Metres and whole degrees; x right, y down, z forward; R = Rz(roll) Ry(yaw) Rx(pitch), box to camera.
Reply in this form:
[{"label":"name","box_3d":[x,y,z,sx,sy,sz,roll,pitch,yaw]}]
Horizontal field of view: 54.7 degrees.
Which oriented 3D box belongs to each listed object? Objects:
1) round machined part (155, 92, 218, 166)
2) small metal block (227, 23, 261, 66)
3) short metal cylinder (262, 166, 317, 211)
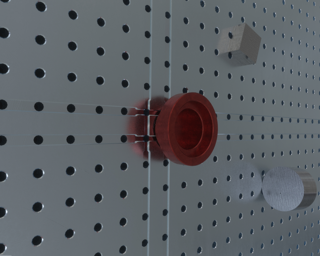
[{"label":"round machined part","box_3d":[0.032,0.001,0.424,0.099,0.042,0.097,-1,91,-42]},{"label":"small metal block","box_3d":[0.145,-0.142,0.531,0.050,0.025,0.050,25,75,-37]},{"label":"short metal cylinder","box_3d":[0.239,0.112,0.575,0.050,0.080,0.080,9,85,-40]}]
